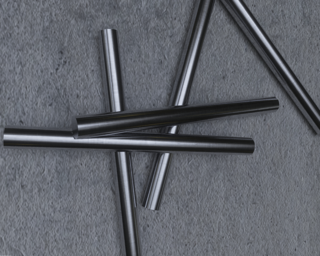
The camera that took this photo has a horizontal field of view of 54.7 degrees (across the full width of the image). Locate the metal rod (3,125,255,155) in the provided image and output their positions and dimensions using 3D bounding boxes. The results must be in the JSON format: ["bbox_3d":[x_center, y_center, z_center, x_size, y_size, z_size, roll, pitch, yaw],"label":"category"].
[{"bbox_3d":[-0.019,0.017,0.374,0.302,0.025,0.025,3,89,-20],"label":"metal rod"}]

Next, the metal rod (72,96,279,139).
[{"bbox_3d":[0.041,-0.018,0.398,0.303,0.025,0.025,-8,93,-30],"label":"metal rod"}]

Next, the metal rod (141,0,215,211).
[{"bbox_3d":[0.027,-0.040,0.418,0.025,0.025,0.299,17,84,-19],"label":"metal rod"}]

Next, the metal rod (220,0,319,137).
[{"bbox_3d":[0.176,-0.102,0.473,0.025,0.025,0.300,-45,104,-14],"label":"metal rod"}]

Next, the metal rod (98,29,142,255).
[{"bbox_3d":[-0.049,0.029,0.390,0.025,0.025,0.298,-7,92,-20],"label":"metal rod"}]
